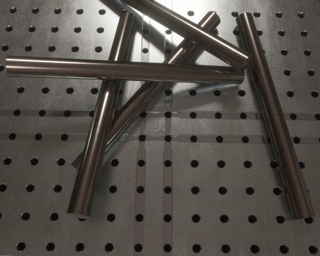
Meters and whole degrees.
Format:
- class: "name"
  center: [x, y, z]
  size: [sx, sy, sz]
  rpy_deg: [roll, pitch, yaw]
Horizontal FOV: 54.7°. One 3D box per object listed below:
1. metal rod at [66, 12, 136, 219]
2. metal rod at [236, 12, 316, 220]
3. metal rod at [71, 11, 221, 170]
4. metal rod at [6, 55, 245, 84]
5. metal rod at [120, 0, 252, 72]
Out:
- class: "metal rod"
  center: [-0.069, -0.036, 0.403]
  size: [0.025, 0.025, 0.299]
  rpy_deg: [7, 62, 2]
- class: "metal rod"
  center: [0.152, -0.030, 0.424]
  size: [0.025, 0.025, 0.299]
  rpy_deg: [-8, 70, -3]
- class: "metal rod"
  center: [-0.010, -0.057, 0.432]
  size: [0.025, 0.025, 0.300]
  rpy_deg: [36, 74, 12]
- class: "metal rod"
  center: [-0.031, -0.073, 0.402]
  size: [0.302, 0.025, 0.025]
  rpy_deg: [0, 70, -15]
- class: "metal rod"
  center: [-0.001, -0.168, 0.453]
  size: [0.300, 0.025, 0.025]
  rpy_deg: [36, 74, 19]
